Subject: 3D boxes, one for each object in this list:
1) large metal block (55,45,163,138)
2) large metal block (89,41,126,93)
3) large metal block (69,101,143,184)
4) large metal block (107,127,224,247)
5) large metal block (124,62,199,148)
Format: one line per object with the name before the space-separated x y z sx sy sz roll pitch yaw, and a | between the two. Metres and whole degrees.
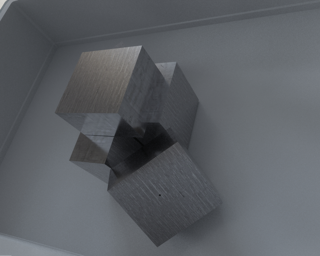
large metal block | -0.053 -0.038 0.335 0.080 0.050 0.080 2 63 29
large metal block | -0.062 -0.066 0.432 0.080 0.080 0.050 -37 86 3
large metal block | -0.054 0.021 0.384 0.050 0.080 0.080 1 62 28
large metal block | 0.004 0.059 0.320 0.080 0.080 0.050 -36 16 4
large metal block | 0.004 -0.022 0.379 0.050 0.080 0.080 1 62 28
